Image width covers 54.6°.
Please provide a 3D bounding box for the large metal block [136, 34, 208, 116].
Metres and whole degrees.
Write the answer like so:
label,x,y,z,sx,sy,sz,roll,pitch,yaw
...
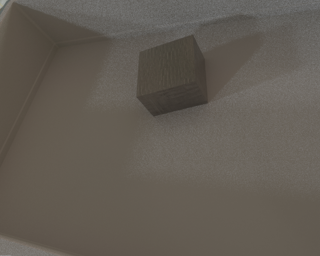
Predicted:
label,x,y,z,sx,sy,sz,roll,pitch,yaw
large metal block,0.017,-0.070,0.425,0.080,0.050,0.080,-13,56,21
